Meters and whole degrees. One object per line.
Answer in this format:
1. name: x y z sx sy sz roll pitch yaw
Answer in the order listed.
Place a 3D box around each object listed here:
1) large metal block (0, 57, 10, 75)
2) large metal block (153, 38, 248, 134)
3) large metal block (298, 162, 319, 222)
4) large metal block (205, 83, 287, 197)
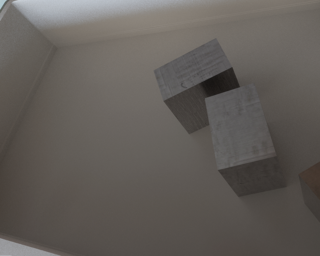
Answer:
1. large metal block: -0.395 -0.136 0.684 0.080 0.050 0.080 31 79 37
2. large metal block: 0.050 -0.047 0.373 0.080 0.080 0.050 -26 53 12
3. large metal block: 0.160 0.069 0.244 0.050 0.080 0.080 -33 51 7
4. large metal block: 0.087 0.015 0.315 0.050 0.080 0.080 -17 55 19
